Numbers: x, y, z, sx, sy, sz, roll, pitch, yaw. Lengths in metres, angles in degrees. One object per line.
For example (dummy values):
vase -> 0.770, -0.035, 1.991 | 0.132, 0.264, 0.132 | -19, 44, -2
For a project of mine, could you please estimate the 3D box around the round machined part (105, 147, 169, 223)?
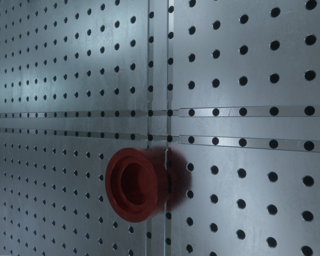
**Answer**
round machined part -> -0.027, 0.074, 0.422 | 0.098, 0.042, 0.097 | 0, 90, 40
